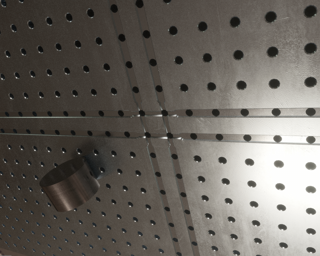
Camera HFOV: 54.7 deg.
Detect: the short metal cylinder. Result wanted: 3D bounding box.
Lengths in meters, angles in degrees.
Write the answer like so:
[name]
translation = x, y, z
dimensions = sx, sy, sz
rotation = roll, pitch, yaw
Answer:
[short metal cylinder]
translation = -0.147, 0.091, 0.507
dimensions = 0.080, 0.080, 0.050
rotation = -11, 113, 32
